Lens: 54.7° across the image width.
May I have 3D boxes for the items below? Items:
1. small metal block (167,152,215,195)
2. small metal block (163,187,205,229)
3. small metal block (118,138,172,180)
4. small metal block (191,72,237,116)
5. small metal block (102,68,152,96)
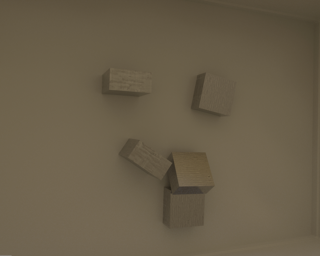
[{"bbox_3d":[0.039,0.060,0.414,0.050,0.025,0.050,3,54,-20],"label":"small metal block"},{"bbox_3d":[0.032,0.107,0.424,0.050,0.025,0.050,2,90,-21],"label":"small metal block"},{"bbox_3d":[-0.020,0.038,0.391,0.050,0.050,0.025,37,78,-17],"label":"small metal block"},{"bbox_3d":[0.076,-0.046,0.440,0.050,0.025,0.050,13,86,-20],"label":"small metal block"},{"bbox_3d":[-0.042,-0.055,0.382,0.050,0.050,0.025,2,90,-20],"label":"small metal block"}]
